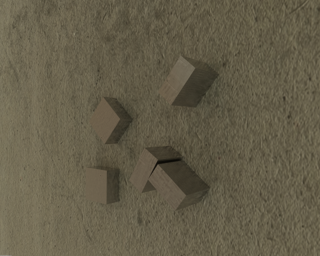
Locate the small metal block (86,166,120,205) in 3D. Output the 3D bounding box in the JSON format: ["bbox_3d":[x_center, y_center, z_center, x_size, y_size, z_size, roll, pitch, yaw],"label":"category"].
[{"bbox_3d":[-0.089,0.087,0.479,0.050,0.025,0.050,1,91,40],"label":"small metal block"}]

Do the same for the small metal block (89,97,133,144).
[{"bbox_3d":[-0.075,-0.011,0.467,0.050,0.025,0.050,50,119,28],"label":"small metal block"}]

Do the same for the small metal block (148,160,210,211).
[{"bbox_3d":[0.023,0.067,0.370,0.050,0.050,0.025,45,117,30],"label":"small metal block"}]

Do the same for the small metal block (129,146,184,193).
[{"bbox_3d":[-0.004,0.051,0.392,0.025,0.050,0.050,39,114,33],"label":"small metal block"}]

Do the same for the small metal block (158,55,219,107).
[{"bbox_3d":[0.034,-0.052,0.361,0.025,0.050,0.050,48,119,29],"label":"small metal block"}]
